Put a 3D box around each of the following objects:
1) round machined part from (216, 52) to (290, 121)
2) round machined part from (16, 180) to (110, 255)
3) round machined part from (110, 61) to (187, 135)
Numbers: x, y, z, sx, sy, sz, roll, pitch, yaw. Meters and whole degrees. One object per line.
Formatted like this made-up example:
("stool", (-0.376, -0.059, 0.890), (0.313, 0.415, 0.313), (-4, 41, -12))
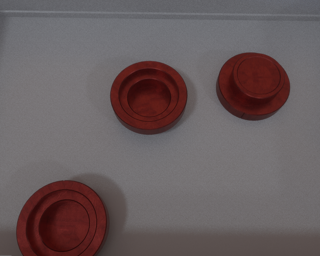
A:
("round machined part", (0.129, -0.063, 0.424), (0.099, 0.042, 0.098), (0, 70, 0))
("round machined part", (-0.107, 0.113, 0.358), (0.099, 0.042, 0.098), (0, 69, 0))
("round machined part", (-0.014, -0.037, 0.414), (0.099, 0.042, 0.098), (0, 70, 0))
